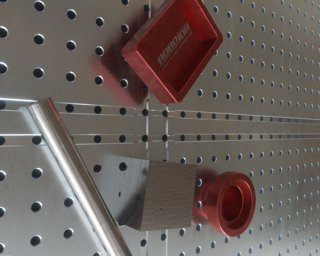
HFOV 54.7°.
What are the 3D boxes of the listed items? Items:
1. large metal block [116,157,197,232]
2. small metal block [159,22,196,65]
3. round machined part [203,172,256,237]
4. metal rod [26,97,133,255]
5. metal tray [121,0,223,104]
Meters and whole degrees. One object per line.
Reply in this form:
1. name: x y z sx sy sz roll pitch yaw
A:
1. large metal block: -0.003 0.082 0.393 0.081 0.050 0.080 11 83 -40
2. small metal block: 0.017 -0.113 0.425 0.050 0.025 0.050 49 61 -29
3. round machined part: 0.106 0.117 0.490 0.099 0.042 0.097 0 90 -40
4. metal rod: -0.067 0.105 0.354 0.025 0.025 0.299 -35 112 -35
5. metal tray: 0.022 -0.105 0.393 0.090 0.030 0.130 49 61 -29
